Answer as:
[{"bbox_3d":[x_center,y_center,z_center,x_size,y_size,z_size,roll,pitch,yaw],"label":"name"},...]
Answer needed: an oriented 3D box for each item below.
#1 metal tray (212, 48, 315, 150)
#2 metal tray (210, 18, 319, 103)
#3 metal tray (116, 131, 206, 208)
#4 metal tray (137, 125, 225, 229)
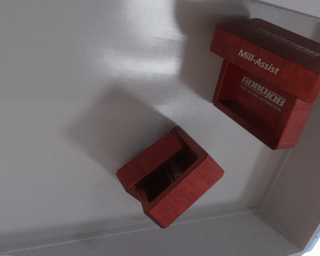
[{"bbox_3d":[0.122,-0.043,0.380,0.030,0.130,0.089,-3,120,-27],"label":"metal tray"},{"bbox_3d":[0.132,-0.081,0.341,0.091,0.130,0.030,-23,138,-38],"label":"metal tray"},{"bbox_3d":[0.008,0.068,0.427,0.090,0.030,0.130,-37,146,-2],"label":"metal tray"},{"bbox_3d":[0.014,0.051,0.379,0.090,0.130,0.030,-43,108,2],"label":"metal tray"}]
